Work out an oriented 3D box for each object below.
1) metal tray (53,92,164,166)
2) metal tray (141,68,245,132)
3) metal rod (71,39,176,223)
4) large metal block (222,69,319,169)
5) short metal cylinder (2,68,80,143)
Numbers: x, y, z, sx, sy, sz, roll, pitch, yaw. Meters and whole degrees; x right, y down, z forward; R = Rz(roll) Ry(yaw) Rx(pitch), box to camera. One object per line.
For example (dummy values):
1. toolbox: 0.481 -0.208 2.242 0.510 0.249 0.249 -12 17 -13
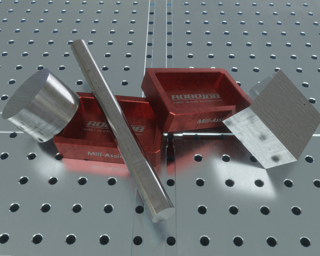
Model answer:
1. metal tray: -0.059 -0.001 0.404 0.131 0.030 0.090 5 50 4
2. metal tray: 0.051 -0.042 0.415 0.131 0.030 0.090 -5 48 -26
3. metal rod: -0.060 -0.020 0.385 0.025 0.025 0.300 -20 53 -16
4. large metal block: 0.138 -0.010 0.378 0.080 0.050 0.080 47 60 -3
5. short metal cylinder: -0.149 -0.029 0.391 0.080 0.050 0.080 -25 40 24
